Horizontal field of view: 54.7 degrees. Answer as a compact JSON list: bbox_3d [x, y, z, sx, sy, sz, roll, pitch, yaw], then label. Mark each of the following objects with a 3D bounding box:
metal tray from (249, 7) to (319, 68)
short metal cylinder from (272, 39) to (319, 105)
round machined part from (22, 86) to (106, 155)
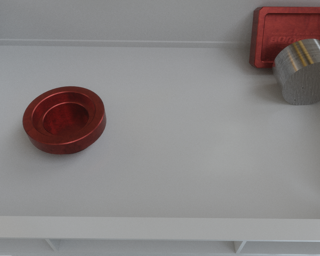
[{"bbox_3d":[0.211,-0.140,0.481,0.131,0.089,0.030,0,18,-1],"label":"metal tray"},{"bbox_3d":[0.207,-0.078,0.437,0.081,0.080,0.050,-2,50,-2],"label":"short metal cylinder"},{"bbox_3d":[-0.118,-0.005,0.397,0.099,0.042,0.098,0,50,0],"label":"round machined part"}]
